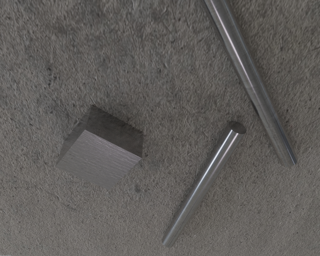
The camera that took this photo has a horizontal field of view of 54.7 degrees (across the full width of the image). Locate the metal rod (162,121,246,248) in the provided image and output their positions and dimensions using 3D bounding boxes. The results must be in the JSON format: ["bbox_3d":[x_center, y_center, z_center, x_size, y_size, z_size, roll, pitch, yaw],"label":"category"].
[{"bbox_3d":[0.059,0.108,0.499,0.025,0.025,0.298,13,129,-11],"label":"metal rod"}]

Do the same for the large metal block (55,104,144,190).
[{"bbox_3d":[-0.079,0.028,0.414,0.080,0.050,0.080,30,124,-23],"label":"large metal block"}]

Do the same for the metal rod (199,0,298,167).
[{"bbox_3d":[0.110,-0.052,0.363,0.025,0.025,0.300,-24,126,19],"label":"metal rod"}]
